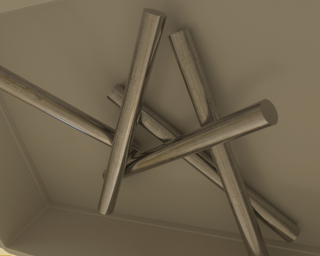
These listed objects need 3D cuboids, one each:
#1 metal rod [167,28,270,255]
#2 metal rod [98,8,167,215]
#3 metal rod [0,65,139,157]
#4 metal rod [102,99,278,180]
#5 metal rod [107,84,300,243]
[{"bbox_3d":[0.074,0.032,0.366,0.025,0.025,0.298,-14,105,33],"label":"metal rod"},{"bbox_3d":[-0.044,0.002,0.395,0.025,0.025,0.298,25,122,12],"label":"metal rod"},{"bbox_3d":[-0.152,-0.038,0.381,0.301,0.025,0.025,32,134,-27],"label":"metal rod"},{"bbox_3d":[0.008,0.031,0.387,0.025,0.025,0.299,52,139,-9],"label":"metal rod"},{"bbox_3d":[0.055,0.045,0.406,0.300,0.025,0.025,39,129,1],"label":"metal rod"}]
